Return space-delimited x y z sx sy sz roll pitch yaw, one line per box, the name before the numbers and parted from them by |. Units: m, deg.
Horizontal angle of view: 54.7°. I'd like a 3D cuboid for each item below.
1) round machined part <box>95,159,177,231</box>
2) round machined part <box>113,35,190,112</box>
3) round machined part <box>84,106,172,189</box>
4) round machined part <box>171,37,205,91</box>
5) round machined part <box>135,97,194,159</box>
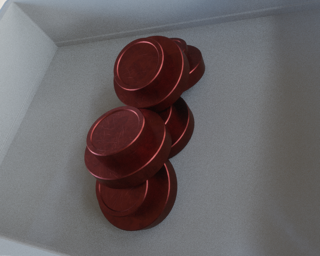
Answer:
round machined part | -0.034 0.066 0.352 0.098 0.042 0.098 -8 73 26
round machined part | -0.017 -0.070 0.379 0.098 0.042 0.098 -9 70 26
round machined part | -0.040 0.014 0.340 0.098 0.042 0.098 -14 45 15
round machined part | 0.010 -0.089 0.429 0.098 0.042 0.098 -14 40 13
round machined part | -0.009 -0.008 0.402 0.098 0.042 0.098 -13 55 20
